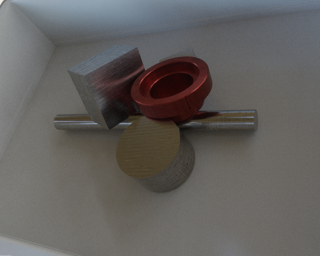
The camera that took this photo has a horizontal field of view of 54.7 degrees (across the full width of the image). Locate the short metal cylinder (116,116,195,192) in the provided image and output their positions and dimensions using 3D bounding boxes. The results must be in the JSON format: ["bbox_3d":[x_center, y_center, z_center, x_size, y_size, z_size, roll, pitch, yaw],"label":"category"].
[{"bbox_3d":[-0.004,0.030,0.369,0.080,0.050,0.080,-13,56,20],"label":"short metal cylinder"}]

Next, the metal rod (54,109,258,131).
[{"bbox_3d":[-0.025,-0.009,0.419,0.300,0.025,0.025,0,62,27],"label":"metal rod"}]

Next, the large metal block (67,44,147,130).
[{"bbox_3d":[-0.063,-0.057,0.416,0.080,0.080,0.050,-36,36,-25],"label":"large metal block"}]

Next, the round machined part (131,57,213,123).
[{"bbox_3d":[0.017,-0.044,0.385,0.098,0.042,0.098,-15,39,12],"label":"round machined part"}]

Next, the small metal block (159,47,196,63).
[{"bbox_3d":[0.029,-0.080,0.437,0.050,0.025,0.050,-19,54,16],"label":"small metal block"}]
